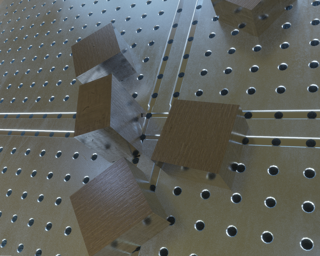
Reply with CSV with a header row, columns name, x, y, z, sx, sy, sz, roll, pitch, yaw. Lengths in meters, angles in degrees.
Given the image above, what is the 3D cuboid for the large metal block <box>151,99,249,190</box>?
name,x,y,z,sx,sy,sz,roll,pitch,yaw
large metal block,0.048,0.017,0.356,0.080,0.050,0.080,9,66,31

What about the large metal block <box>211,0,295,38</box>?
name,x,y,z,sx,sy,sz,roll,pitch,yaw
large metal block,0.131,-0.186,0.437,0.080,0.050,0.080,-45,51,-3

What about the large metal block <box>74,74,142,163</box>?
name,x,y,z,sx,sy,sz,roll,pitch,yaw
large metal block,-0.065,-0.011,0.412,0.050,0.080,0.080,-16,55,19

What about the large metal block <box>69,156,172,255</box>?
name,x,y,z,sx,sy,sz,roll,pitch,yaw
large metal block,-0.047,0.094,0.357,0.080,0.050,0.080,-37,51,3

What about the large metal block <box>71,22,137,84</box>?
name,x,y,z,sx,sy,sz,roll,pitch,yaw
large metal block,-0.093,-0.113,0.509,0.080,0.050,0.080,-27,53,11
